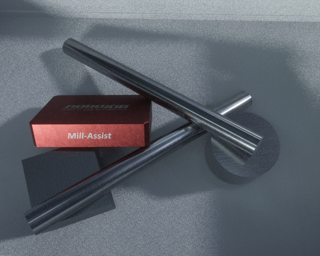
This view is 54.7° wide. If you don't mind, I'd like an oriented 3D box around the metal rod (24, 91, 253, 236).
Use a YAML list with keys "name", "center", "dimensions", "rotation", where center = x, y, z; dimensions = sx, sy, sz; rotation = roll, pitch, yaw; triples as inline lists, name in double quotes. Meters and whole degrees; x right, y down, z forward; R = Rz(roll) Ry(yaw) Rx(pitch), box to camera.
- name: "metal rod"
  center: [-0.004, 0.026, 0.359]
  dimensions: [0.302, 0.025, 0.025]
  rotation: [-29, 72, -25]

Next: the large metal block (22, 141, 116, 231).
- name: "large metal block"
  center: [-0.105, 0.068, 0.365]
  dimensions: [0.081, 0.050, 0.080]
  rotation: [-18, 71, -7]

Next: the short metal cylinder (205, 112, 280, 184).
- name: "short metal cylinder"
  center: [0.100, 0.026, 0.385]
  dimensions: [0.081, 0.050, 0.080]
  rotation: [0, 70, 0]

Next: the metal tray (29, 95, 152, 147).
- name: "metal tray"
  center: [-0.077, -0.011, 0.379]
  dimensions: [0.131, 0.030, 0.090]
  rotation: [0, 26, 1]

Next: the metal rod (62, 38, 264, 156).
- name: "metal rod"
  center: [-0.013, -0.050, 0.395]
  dimensions: [0.300, 0.025, 0.025]
  rotation: [30, 72, 23]
